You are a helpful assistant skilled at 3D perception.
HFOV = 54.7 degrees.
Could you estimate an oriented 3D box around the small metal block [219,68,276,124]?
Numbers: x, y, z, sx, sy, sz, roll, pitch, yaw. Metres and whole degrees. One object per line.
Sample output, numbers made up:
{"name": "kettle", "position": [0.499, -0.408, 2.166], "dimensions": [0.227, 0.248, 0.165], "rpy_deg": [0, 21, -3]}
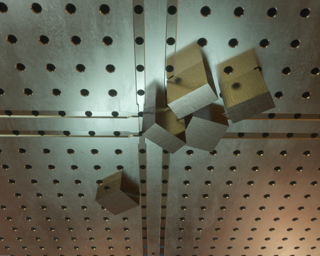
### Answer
{"name": "small metal block", "position": [0.101, -0.038, 0.364], "dimensions": [0.050, 0.050, 0.025], "rpy_deg": [-23, 127, 18]}

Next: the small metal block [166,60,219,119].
{"name": "small metal block", "position": [0.036, -0.045, 0.358], "dimensions": [0.050, 0.050, 0.025], "rpy_deg": [-27, 125, 20]}

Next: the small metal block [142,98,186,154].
{"name": "small metal block", "position": [0.005, -0.002, 0.394], "dimensions": [0.050, 0.050, 0.025], "rpy_deg": [33, 122, -25]}

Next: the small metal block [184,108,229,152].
{"name": "small metal block", "position": [0.056, 0.001, 0.414], "dimensions": [0.050, 0.025, 0.050], "rpy_deg": [15, 129, -13]}

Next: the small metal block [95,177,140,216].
{"name": "small metal block", "position": [-0.069, 0.113, 0.507], "dimensions": [0.050, 0.025, 0.050], "rpy_deg": [-27, 126, 20]}
